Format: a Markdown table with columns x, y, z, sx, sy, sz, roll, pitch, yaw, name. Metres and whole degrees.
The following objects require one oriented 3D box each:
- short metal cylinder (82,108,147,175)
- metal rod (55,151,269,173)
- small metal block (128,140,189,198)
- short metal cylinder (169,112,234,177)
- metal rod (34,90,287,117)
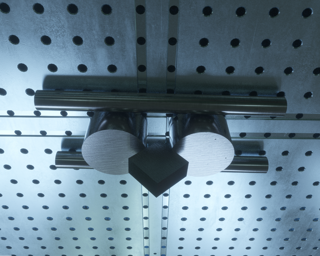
| x | y | z | sx | sy | sz | roll | pitch | yaw | name |
| --- | --- | --- | --- | --- | --- | --- | --- | --- | --- |
| -0.057 | 0.016 | 0.404 | 0.081 | 0.050 | 0.079 | 0 | 130 | 0 | short metal cylinder |
| 0.004 | 0.050 | 0.450 | 0.302 | 0.025 | 0.025 | 2 | 130 | -2 | metal rod |
| -0.002 | 0.047 | 0.370 | 0.050 | 0.050 | 0.025 | -29 | 140 | -34 | small metal block |
| 0.053 | 0.019 | 0.408 | 0.081 | 0.050 | 0.079 | 0 | 130 | 0 | short metal cylinder |
| 0.002 | -0.030 | 0.381 | 0.302 | 0.025 | 0.025 | 1 | 130 | -2 | metal rod |
